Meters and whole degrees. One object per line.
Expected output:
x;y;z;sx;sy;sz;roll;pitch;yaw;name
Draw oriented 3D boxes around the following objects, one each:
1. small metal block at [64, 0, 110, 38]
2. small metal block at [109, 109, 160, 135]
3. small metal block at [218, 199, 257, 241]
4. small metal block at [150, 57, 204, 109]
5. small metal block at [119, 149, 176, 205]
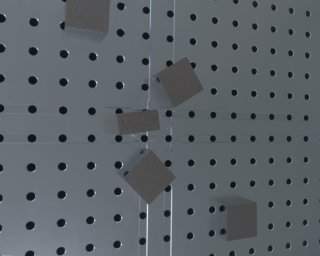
-0.089;-0.142;0.379;0.050;0.025;0.050;3;89;-20;small metal block
-0.033;-0.007;0.387;0.050;0.050;0.025;-8;93;-20;small metal block
0.113;0.133;0.454;0.050;0.025;0.050;-1;90;-20;small metal block
0.023;-0.061;0.421;0.050;0.025;0.050;-33;101;-17;small metal block
-0.017;0.063;0.406;0.050;0.025;0.050;-44;104;-15;small metal block
